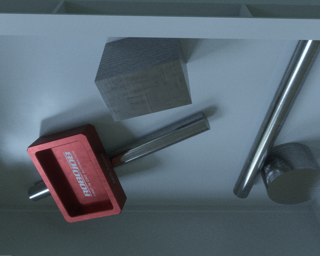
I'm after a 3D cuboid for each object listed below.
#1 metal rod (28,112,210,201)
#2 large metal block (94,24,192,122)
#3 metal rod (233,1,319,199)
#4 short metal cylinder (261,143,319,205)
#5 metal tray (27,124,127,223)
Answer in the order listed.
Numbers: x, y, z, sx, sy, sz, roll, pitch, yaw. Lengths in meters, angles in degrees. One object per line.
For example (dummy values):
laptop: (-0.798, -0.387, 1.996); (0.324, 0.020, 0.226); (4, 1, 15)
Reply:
metal rod: (-0.070, 0.048, 0.448); (0.300, 0.025, 0.025); (-24, 127, 18)
large metal block: (-0.015, -0.059, 0.323); (0.080, 0.080, 0.050); (-13, 129, 10)
metal rod: (0.149, -0.009, 0.403); (0.025, 0.025, 0.298); (5, 130, -5)
short metal cylinder: (0.191, 0.067, 0.453); (0.081, 0.050, 0.079); (0, 130, 0)
metal tray: (-0.112, 0.066, 0.432); (0.090, 0.030, 0.129); (-15, 111, 15)
